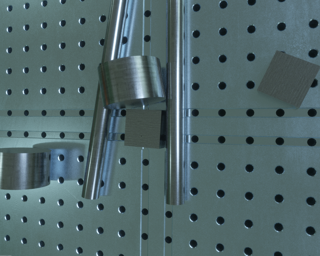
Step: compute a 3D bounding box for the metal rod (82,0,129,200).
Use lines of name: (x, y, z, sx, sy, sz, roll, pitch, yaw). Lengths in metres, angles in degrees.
metal rod: (-0.077, -0.048, 0.439, 0.025, 0.025, 0.298, 10, 93, 19)

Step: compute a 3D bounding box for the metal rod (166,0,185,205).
metal rod: (0.020, -0.051, 0.405, 0.025, 0.025, 0.298, 0, 90, 20)

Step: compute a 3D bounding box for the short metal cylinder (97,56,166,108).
short metal cylinder: (-0.036, -0.056, 0.395, 0.080, 0.080, 0.050, -10, 88, 20)

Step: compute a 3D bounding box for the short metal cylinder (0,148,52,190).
short metal cylinder: (-0.203, 0.057, 0.455, 0.080, 0.080, 0.050, 3, 91, 20)

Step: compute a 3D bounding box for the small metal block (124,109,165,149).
small metal block: (-0.019, 0.000, 0.419, 0.050, 0.025, 0.050, 4, 91, 20)

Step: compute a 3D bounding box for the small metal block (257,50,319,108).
small metal block: (0.148, -0.056, 0.360, 0.050, 0.025, 0.050, 27, 99, 18)
